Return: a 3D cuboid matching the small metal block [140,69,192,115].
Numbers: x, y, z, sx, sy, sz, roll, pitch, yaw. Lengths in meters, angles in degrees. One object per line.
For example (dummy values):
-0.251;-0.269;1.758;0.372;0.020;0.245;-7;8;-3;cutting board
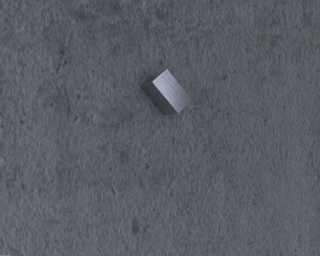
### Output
0.007;-0.044;0.398;0.025;0.050;0.050;-44;104;-14;small metal block
